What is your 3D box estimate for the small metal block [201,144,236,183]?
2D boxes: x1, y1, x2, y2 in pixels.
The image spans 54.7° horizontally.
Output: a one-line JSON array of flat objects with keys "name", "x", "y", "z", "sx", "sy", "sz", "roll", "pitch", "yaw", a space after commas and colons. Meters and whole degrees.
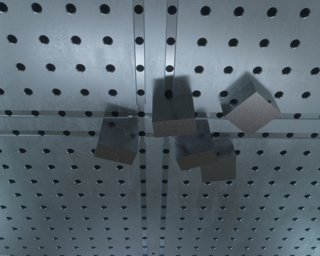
[{"name": "small metal block", "x": 0.085, "y": 0.053, "z": 0.458, "sx": 0.050, "sy": 0.025, "sz": 0.050, "roll": -7, "pitch": 130, "yaw": 5}]

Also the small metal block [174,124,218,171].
[{"name": "small metal block", "x": 0.048, "y": 0.026, "z": 0.418, "sx": 0.050, "sy": 0.050, "sz": 0.025, "roll": -16, "pitch": 129, "yaw": 12}]

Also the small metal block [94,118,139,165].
[{"name": "small metal block", "x": -0.056, "y": 0.018, "z": 0.409, "sx": 0.050, "sy": 0.050, "sz": 0.025, "roll": 15, "pitch": 128, "yaw": -13}]

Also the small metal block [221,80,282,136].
[{"name": "small metal block", "x": 0.115, "y": -0.024, "z": 0.393, "sx": 0.050, "sy": 0.025, "sz": 0.050, "roll": 33, "pitch": 122, "yaw": -26}]

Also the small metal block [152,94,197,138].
[{"name": "small metal block", "x": 0.017, "y": -0.016, "z": 0.382, "sx": 0.050, "sy": 0.050, "sz": 0.025, "roll": -5, "pitch": 130, "yaw": 4}]
